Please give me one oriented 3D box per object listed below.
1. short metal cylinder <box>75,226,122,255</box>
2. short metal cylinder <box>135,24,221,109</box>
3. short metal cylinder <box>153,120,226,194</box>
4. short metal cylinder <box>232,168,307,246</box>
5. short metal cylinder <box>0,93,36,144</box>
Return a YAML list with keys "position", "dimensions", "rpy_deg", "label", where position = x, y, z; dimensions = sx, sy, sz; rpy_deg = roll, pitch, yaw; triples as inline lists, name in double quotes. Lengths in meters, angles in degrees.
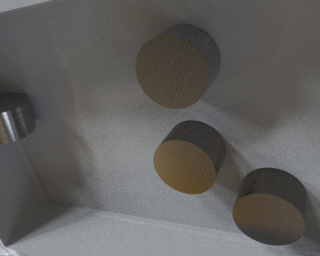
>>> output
- position: [-0.113, 0.230, 0.575]
  dimensions: [0.080, 0.080, 0.050]
  rpy_deg: [12, 123, 21]
  label: "short metal cylinder"
- position: [0.021, -0.067, 0.339]
  dimensions: [0.080, 0.050, 0.079]
  rpy_deg: [13, 124, 20]
  label: "short metal cylinder"
- position: [0.039, 0.037, 0.394]
  dimensions: [0.080, 0.050, 0.079]
  rpy_deg: [13, 124, 20]
  label: "short metal cylinder"
- position: [0.135, 0.096, 0.380]
  dimensions: [0.080, 0.050, 0.079]
  rpy_deg: [13, 124, 20]
  label: "short metal cylinder"
- position: [-0.244, -0.017, 0.488]
  dimensions: [0.080, 0.080, 0.050]
  rpy_deg: [10, 123, 22]
  label: "short metal cylinder"
